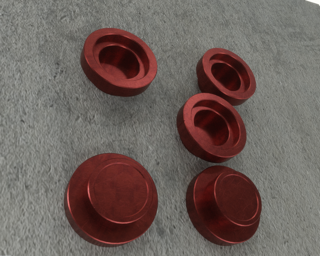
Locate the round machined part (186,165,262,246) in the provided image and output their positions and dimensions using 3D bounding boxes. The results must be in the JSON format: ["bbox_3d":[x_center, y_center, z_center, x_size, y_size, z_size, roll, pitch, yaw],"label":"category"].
[{"bbox_3d":[0.085,0.091,0.383,0.099,0.042,0.098,14,56,-21],"label":"round machined part"}]

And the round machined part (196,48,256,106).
[{"bbox_3d":[0.100,-0.076,0.493,0.099,0.042,0.098,14,56,-21],"label":"round machined part"}]

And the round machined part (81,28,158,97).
[{"bbox_3d":[-0.056,-0.082,0.412,0.099,0.042,0.098,14,56,-21],"label":"round machined part"}]

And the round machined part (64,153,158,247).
[{"bbox_3d":[-0.046,0.070,0.325,0.099,0.042,0.098,14,56,-21],"label":"round machined part"}]

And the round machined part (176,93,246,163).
[{"bbox_3d":[0.066,0.004,0.426,0.099,0.042,0.098,14,56,-21],"label":"round machined part"}]
